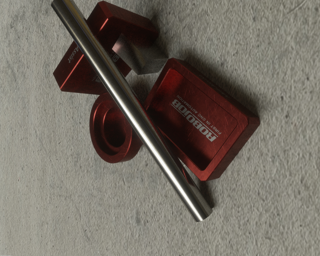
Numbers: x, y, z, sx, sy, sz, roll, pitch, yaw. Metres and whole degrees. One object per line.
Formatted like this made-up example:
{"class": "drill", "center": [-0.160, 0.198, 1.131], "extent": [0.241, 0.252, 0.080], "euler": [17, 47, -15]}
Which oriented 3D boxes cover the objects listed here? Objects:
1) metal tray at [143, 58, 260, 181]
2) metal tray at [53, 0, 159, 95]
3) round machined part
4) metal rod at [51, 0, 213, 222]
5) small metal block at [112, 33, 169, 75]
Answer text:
{"class": "metal tray", "center": [0.040, -0.012, 0.369], "extent": [0.130, 0.030, 0.089], "euler": [45, 117, 30]}
{"class": "metal tray", "center": [-0.074, -0.100, 0.422], "extent": [0.129, 0.091, 0.030], "euler": [-45, 64, 30]}
{"class": "round machined part", "center": [-0.054, -0.002, 0.433], "extent": [0.098, 0.042, 0.097], "euler": [5, 96, 45]}
{"class": "metal rod", "center": [-0.031, -0.021, 0.361], "extent": [0.025, 0.025, 0.299], "euler": [-32, 92, 35]}
{"class": "small metal block", "center": [-0.024, -0.096, 0.402], "extent": [0.050, 0.050, 0.025], "euler": [47, 121, 13]}
